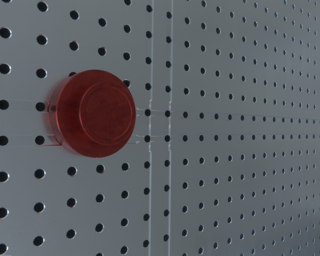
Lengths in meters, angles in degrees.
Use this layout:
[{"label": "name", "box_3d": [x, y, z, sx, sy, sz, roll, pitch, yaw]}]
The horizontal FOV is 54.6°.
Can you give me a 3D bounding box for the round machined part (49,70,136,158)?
[{"label": "round machined part", "box_3d": [-0.066, -0.016, 0.342, 0.099, 0.042, 0.097, 0, 90, -40]}]
